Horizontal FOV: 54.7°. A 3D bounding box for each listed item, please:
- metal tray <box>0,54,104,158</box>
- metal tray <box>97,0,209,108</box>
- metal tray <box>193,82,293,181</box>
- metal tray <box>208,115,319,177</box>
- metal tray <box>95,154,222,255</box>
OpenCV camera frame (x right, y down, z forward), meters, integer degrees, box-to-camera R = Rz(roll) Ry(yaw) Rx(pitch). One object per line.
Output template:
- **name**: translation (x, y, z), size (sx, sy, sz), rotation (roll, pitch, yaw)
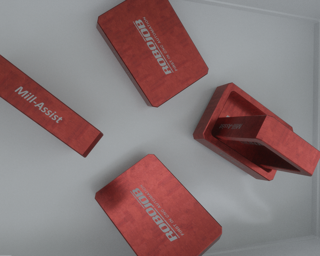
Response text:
- **metal tray**: translation (-0.127, -0.022, 0.329), size (0.130, 0.090, 0.030), rotation (40, 77, -16)
- **metal tray**: translation (-0.009, -0.103, 0.399), size (0.090, 0.030, 0.130), rotation (-35, 102, -9)
- **metal tray**: translation (0.122, 0.007, 0.444), size (0.130, 0.030, 0.090), rotation (32, 76, -17)
- **metal tray**: translation (0.125, 0.021, 0.402), size (0.090, 0.130, 0.030), rotation (32, 79, -18)
- **metal tray**: translation (-0.004, 0.104, 0.367), size (0.090, 0.030, 0.130), rotation (-36, 62, -18)
